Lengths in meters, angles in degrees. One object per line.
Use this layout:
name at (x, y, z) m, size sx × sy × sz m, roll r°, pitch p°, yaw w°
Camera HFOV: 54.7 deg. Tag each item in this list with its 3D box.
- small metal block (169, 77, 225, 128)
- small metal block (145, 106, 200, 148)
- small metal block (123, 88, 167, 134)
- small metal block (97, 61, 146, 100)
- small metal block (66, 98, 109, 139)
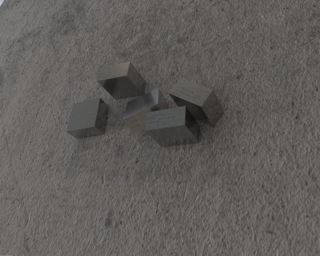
small metal block at (0.046, -0.031, 0.383) m, size 0.050 × 0.050 × 0.025 m, roll 27°, pitch 77°, yaw 37°
small metal block at (0.016, 0.000, 0.379) m, size 0.050 × 0.050 × 0.025 m, roll -9°, pitch 60°, yaw 23°
small metal block at (-0.018, -0.024, 0.416) m, size 0.050 × 0.025 × 0.050 m, roll -24°, pitch 27°, yaw 14°
small metal block at (-0.056, -0.069, 0.459) m, size 0.050 × 0.050 × 0.025 m, roll -6°, pitch 59°, yaw 25°
small metal block at (-0.109, -0.014, 0.470) m, size 0.050 × 0.025 × 0.050 m, roll -10°, pitch 58°, yaw 23°
